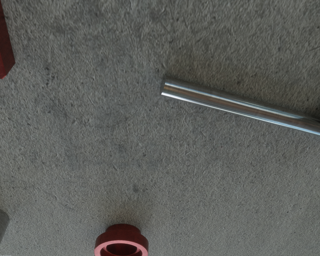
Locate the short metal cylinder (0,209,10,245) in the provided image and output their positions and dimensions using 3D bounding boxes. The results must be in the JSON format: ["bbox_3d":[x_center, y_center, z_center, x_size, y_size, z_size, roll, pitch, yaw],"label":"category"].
[{"bbox_3d":[-0.311,0.175,0.536,0.081,0.050,0.079,0,130,0],"label":"short metal cylinder"}]

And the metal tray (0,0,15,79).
[{"bbox_3d":[-0.228,-0.100,0.315,0.131,0.030,0.089,4,130,-4],"label":"metal tray"}]

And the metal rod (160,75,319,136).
[{"bbox_3d":[0.147,-0.017,0.395,0.302,0.025,0.025,13,129,-12],"label":"metal rod"}]

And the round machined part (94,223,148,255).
[{"bbox_3d":[-0.071,0.215,0.579,0.099,0.042,0.097,-1,130,0],"label":"round machined part"}]
